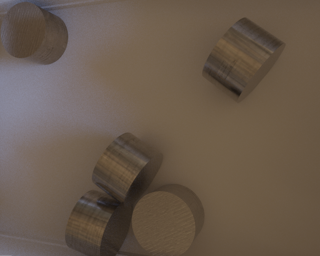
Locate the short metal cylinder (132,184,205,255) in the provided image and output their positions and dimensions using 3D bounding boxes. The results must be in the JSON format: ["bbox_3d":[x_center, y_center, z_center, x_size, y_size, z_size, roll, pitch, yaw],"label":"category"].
[{"bbox_3d":[0.012,0.115,0.393,0.080,0.050,0.080,0,90,20],"label":"short metal cylinder"}]

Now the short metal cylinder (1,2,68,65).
[{"bbox_3d":[-0.187,-0.139,0.463,0.080,0.050,0.080,0,90,20],"label":"short metal cylinder"}]

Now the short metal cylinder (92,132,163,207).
[{"bbox_3d":[-0.040,0.053,0.395,0.050,0.080,0.080,32,101,17],"label":"short metal cylinder"}]

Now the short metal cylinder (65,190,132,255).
[{"bbox_3d":[-0.078,0.128,0.409,0.050,0.080,0.080,14,95,19],"label":"short metal cylinder"}]

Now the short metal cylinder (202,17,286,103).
[{"bbox_3d":[0.093,-0.075,0.348,0.050,0.080,0.080,41,103,15],"label":"short metal cylinder"}]
